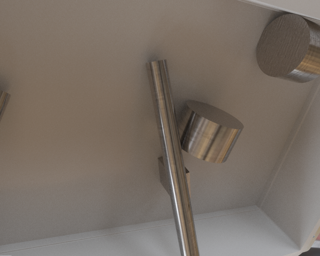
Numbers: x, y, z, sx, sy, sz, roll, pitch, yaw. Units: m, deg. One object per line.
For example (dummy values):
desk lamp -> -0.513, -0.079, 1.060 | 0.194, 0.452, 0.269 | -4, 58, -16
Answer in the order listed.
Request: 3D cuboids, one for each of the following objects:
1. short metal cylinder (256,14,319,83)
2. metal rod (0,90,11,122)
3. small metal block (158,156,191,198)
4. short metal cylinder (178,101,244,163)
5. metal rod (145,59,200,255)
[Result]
short metal cylinder -> 0.176, -0.103, 0.408 | 0.050, 0.080, 0.079 | 5, 116, -31
metal rod -> -0.202, 0.104, 0.278 | 0.025, 0.025, 0.299 | 25, 78, -37
small metal block -> 0.021, 0.073, 0.451 | 0.025, 0.050, 0.050 | -19, 126, -18
short metal cylinder -> 0.063, 0.004, 0.412 | 0.081, 0.080, 0.050 | 9, 114, -33
metal rod -> 0.021, 0.065, 0.393 | 0.025, 0.025, 0.298 | -15, 103, -21
